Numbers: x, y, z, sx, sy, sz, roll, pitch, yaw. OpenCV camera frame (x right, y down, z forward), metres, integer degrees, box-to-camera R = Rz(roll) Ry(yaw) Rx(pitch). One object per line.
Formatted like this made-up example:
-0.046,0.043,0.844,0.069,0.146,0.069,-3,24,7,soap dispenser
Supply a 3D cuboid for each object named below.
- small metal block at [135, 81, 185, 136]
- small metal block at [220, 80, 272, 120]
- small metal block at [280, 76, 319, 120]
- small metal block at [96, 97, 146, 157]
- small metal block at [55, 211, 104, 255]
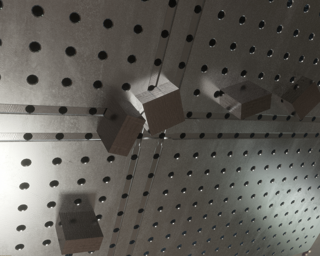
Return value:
0.001,-0.025,0.398,0.050,0.025,0.050,-24,128,-14,small metal block
0.120,-0.041,0.437,0.050,0.050,0.025,-19,126,-18,small metal block
0.235,-0.049,0.512,0.050,0.025,0.050,-46,130,3,small metal block
-0.048,-0.002,0.369,0.025,0.050,0.050,17,109,-35,small metal block
-0.111,0.142,0.423,0.050,0.050,0.025,6,116,-32,small metal block
